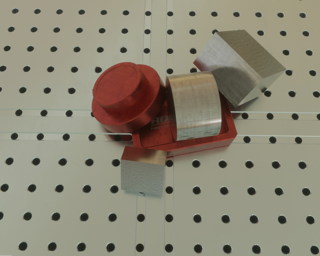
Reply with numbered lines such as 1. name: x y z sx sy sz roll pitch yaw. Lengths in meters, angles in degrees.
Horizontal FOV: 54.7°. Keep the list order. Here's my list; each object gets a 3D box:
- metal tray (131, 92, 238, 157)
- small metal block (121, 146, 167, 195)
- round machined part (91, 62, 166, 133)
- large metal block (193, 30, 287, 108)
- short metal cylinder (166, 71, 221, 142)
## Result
1. metal tray: 0.026 -0.013 0.411 0.131 0.030 0.090 -10 70 -4
2. small metal block: -0.020 0.051 0.373 0.050 0.050 0.025 7 36 3
3. round machined part: -0.046 -0.045 0.395 0.098 0.042 0.098 -13 53 19
4. large metal block: 0.105 -0.081 0.404 0.081 0.050 0.080 -23 68 -47
5. short metal cylinder: 0.038 -0.026 0.375 0.050 0.080 0.080 -8 70 -4
